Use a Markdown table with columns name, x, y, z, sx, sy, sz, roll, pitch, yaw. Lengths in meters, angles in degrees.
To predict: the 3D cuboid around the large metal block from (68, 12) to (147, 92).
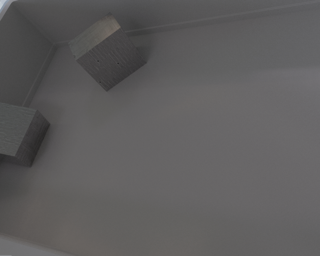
| name | x | y | z | sx | sy | sz | roll | pitch | yaw |
| --- | --- | --- | --- | --- | --- | --- | --- | --- | --- |
| large metal block | -0.081 | -0.117 | 0.485 | 0.080 | 0.080 | 0.050 | -35 | 51 | 5 |

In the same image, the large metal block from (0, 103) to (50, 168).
| name | x | y | z | sx | sy | sz | roll | pitch | yaw |
| --- | --- | --- | --- | --- | --- | --- | --- | --- | --- |
| large metal block | -0.236 | 0.010 | 0.493 | 0.080 | 0.050 | 0.080 | 10 | 65 | 11 |
